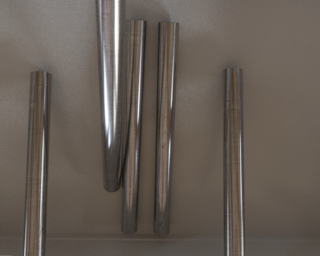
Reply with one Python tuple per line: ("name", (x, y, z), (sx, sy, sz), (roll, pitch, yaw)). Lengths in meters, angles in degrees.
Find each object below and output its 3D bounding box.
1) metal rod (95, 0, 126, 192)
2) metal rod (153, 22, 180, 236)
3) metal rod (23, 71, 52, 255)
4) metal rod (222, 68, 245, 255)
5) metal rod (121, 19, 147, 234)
("metal rod", (-0.053, -0.024, 0.338), (0.025, 0.025, 0.298), (6, 135, -2))
("metal rod", (0.006, 0.015, 0.416), (0.025, 0.025, 0.298), (1, 110, -1))
("metal rod", (-0.149, 0.081, 0.373), (0.025, 0.025, 0.298), (0, 84, 0))
("metal rod", (0.089, 0.077, 0.375), (0.025, 0.025, 0.298), (1, 85, 0))
("metal rod", (-0.037, 0.013, 0.415), (0.025, 0.025, 0.298), (3, 110, -1))
